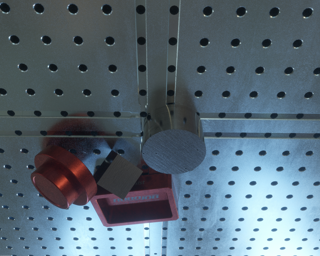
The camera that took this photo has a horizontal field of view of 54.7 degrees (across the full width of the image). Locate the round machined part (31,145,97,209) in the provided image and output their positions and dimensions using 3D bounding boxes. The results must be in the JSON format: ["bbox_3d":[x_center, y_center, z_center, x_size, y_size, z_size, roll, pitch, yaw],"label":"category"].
[{"bbox_3d":[-0.140,0.075,0.434,0.098,0.042,0.097,21,136,22],"label":"round machined part"}]

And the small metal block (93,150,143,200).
[{"bbox_3d":[-0.062,0.068,0.452,0.050,0.025,0.050,40,79,-29],"label":"small metal block"}]

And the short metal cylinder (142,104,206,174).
[{"bbox_3d":[0.018,0.016,0.409,0.081,0.050,0.079,0,130,0],"label":"short metal cylinder"}]

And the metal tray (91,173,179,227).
[{"bbox_3d":[-0.040,0.120,0.509,0.131,0.030,0.090,-8,130,6],"label":"metal tray"}]
